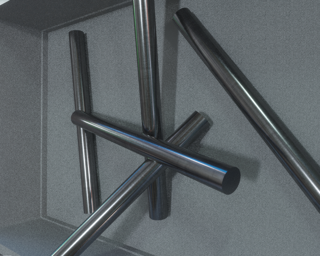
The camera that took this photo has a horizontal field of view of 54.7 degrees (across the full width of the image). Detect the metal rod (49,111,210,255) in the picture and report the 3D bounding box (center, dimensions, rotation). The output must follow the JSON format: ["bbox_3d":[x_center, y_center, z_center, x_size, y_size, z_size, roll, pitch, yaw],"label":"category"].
[{"bbox_3d":[-0.056,0.094,0.366,0.300,0.025,0.025,-45,59,-1],"label":"metal rod"}]

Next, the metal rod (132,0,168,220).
[{"bbox_3d":[-0.011,-0.029,0.378,0.025,0.025,0.298,7,106,40],"label":"metal rod"}]

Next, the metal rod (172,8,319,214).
[{"bbox_3d":[0.098,-0.022,0.325,0.025,0.025,0.299,-46,63,30],"label":"metal rod"}]

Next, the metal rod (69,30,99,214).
[{"bbox_3d":[-0.125,-0.013,0.510,0.025,0.025,0.298,-10,83,39],"label":"metal rod"}]

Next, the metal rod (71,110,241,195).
[{"bbox_3d":[-0.034,0.015,0.377,0.300,0.025,0.025,18,102,48],"label":"metal rod"}]
